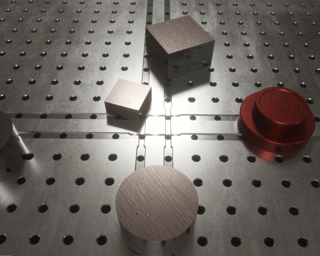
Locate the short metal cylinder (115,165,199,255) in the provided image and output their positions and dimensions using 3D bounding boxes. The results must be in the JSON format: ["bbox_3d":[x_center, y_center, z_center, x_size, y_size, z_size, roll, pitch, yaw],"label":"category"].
[{"bbox_3d":[-0.003,0.086,0.319,0.081,0.050,0.080,0,50,0],"label":"short metal cylinder"}]

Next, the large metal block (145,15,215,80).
[{"bbox_3d":[0.030,-0.133,0.503,0.081,0.050,0.080,-21,53,-17],"label":"large metal block"}]

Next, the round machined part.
[{"bbox_3d":[0.157,-0.017,0.413,0.099,0.042,0.098,0,50,0],"label":"round machined part"}]

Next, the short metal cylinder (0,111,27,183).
[{"bbox_3d":[-0.209,0.023,0.369,0.081,0.050,0.080,0,50,0],"label":"short metal cylinder"}]

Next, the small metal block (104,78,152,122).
[{"bbox_3d":[-0.044,-0.040,0.441,0.050,0.025,0.050,15,51,12],"label":"small metal block"}]
